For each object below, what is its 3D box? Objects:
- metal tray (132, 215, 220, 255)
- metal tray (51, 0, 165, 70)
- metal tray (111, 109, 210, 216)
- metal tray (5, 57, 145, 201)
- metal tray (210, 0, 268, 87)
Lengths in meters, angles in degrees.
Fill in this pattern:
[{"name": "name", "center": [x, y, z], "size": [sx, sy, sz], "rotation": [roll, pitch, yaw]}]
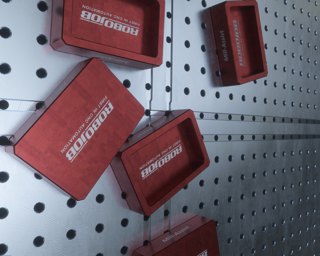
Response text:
[{"name": "metal tray", "center": [0.029, 0.189, 0.429], "size": [0.131, 0.030, 0.090], "rotation": [-15, 100, -39]}, {"name": "metal tray", "center": [-0.054, -0.124, 0.359], "size": [0.131, 0.030, 0.090], "rotation": [4, 88, -40]}, {"name": "metal tray", "center": [0.005, 0.041, 0.408], "size": [0.131, 0.030, 0.090], "rotation": [-32, 110, -35]}, {"name": "metal tray", "center": [-0.084, 0.000, 0.335], "size": [0.090, 0.030, 0.130], "rotation": [48, 62, -29]}, {"name": "metal tray", "center": [0.134, -0.141, 0.516], "size": [0.091, 0.030, 0.129], "rotation": [-20, 103, -38]}]
